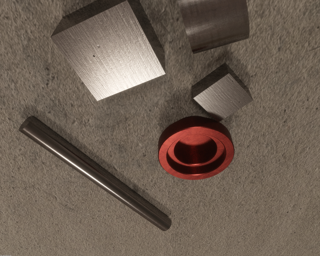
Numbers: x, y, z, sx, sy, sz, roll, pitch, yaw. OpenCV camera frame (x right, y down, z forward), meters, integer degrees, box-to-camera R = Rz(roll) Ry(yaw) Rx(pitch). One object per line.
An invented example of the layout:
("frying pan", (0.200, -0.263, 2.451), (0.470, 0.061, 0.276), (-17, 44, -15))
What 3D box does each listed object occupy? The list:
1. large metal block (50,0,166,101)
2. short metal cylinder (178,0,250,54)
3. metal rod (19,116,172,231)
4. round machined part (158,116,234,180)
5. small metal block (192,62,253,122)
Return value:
("large metal block", (-0.048, -0.085, 0.318), (0.080, 0.050, 0.080), (-20, 128, 15))
("short metal cylinder", (0.044, -0.112, 0.276), (0.050, 0.080, 0.080), (-14, 129, 11))
("metal rod", (-0.081, 0.083, 0.476), (0.025, 0.025, 0.300), (-31, 124, 23))
("round machined part", (0.047, 0.022, 0.416), (0.099, 0.042, 0.097), (-1, 130, 0))
("small metal block", (0.074, -0.042, 0.373), (0.050, 0.025, 0.050), (-35, 122, 26))
